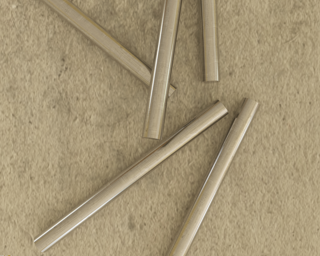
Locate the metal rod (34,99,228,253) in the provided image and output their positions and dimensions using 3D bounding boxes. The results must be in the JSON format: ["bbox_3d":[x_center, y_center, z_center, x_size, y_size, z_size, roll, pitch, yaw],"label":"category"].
[{"bbox_3d":[-0.037,0.062,0.409,0.301,0.025,0.025,-37,90,-1],"label":"metal rod"}]

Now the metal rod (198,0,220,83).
[{"bbox_3d":[0.061,-0.210,0.410,0.025,0.025,0.298,-2,90,-1],"label":"metal rod"}]

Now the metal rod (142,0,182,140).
[{"bbox_3d":[0.012,-0.134,0.393,0.025,0.025,0.298,8,83,-1],"label":"metal rod"}]

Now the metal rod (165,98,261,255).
[{"bbox_3d":[0.056,0.099,0.410,0.025,0.025,0.299,26,90,-1],"label":"metal rod"}]

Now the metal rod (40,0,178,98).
[{"bbox_3d":[-0.102,-0.138,0.408,0.300,0.025,0.025,39,90,-1],"label":"metal rod"}]
